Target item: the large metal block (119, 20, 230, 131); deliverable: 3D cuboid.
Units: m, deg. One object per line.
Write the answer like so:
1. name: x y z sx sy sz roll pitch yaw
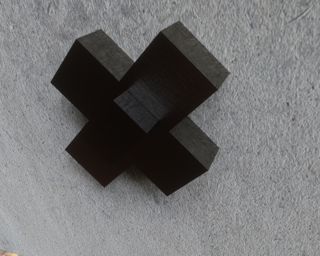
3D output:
1. large metal block: 0.016 -0.057 0.346 0.080 0.050 0.080 45 129 -4

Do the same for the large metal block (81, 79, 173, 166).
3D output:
1. large metal block: -0.038 -0.010 0.385 0.050 0.080 0.080 45 129 -4

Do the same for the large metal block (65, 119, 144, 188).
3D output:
1. large metal block: -0.076 0.027 0.446 0.080 0.050 0.080 45 129 -4

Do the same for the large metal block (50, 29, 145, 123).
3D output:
1. large metal block: -0.078 -0.063 0.392 0.080 0.050 0.080 45 129 -4

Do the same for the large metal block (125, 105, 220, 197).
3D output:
1. large metal block: 0.015 0.030 0.401 0.080 0.050 0.080 45 129 -4
